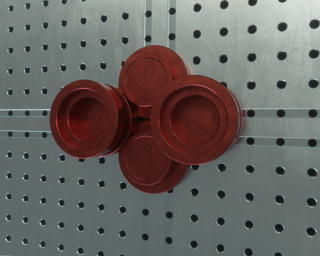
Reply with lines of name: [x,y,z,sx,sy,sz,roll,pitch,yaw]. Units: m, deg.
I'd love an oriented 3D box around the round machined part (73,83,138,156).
round machined part: [-0.075,-0.011,0.430,0.098,0.042,0.097,0,90,20]

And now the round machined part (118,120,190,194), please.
round machined part: [-0.011,0.038,0.407,0.098,0.042,0.097,0,90,20]

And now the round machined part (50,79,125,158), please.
round machined part: [-0.089,-0.011,0.401,0.098,0.042,0.097,0,90,20]

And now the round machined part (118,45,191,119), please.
round machined part: [-0.011,-0.060,0.407,0.098,0.042,0.097,0,90,20]

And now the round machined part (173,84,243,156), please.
round machined part: [0.053,-0.010,0.384,0.098,0.042,0.097,0,90,20]

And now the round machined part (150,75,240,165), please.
round machined part: [0.042,-0.009,0.354,0.098,0.042,0.097,0,90,20]
